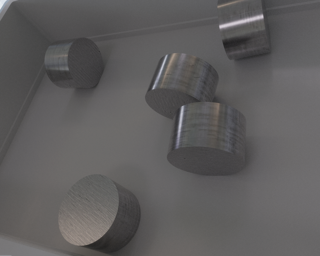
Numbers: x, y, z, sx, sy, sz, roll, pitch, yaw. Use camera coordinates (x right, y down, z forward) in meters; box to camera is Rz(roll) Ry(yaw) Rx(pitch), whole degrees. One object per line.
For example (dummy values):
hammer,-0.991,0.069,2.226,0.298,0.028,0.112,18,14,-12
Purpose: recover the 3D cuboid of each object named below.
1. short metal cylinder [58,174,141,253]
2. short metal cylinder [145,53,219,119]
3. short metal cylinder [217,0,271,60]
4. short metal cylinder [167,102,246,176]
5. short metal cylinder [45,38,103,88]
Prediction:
short metal cylinder,-0.070,0.101,0.365,0.080,0.050,0.080,-13,56,21
short metal cylinder,0.028,-0.047,0.385,0.080,0.080,0.050,6,65,31
short metal cylinder,0.109,-0.131,0.394,0.050,0.080,0.080,-8,58,24
short metal cylinder,0.051,0.014,0.335,0.080,0.080,0.050,-4,60,26
short metal cylinder,-0.139,-0.105,0.509,0.050,0.080,0.080,3,63,30
